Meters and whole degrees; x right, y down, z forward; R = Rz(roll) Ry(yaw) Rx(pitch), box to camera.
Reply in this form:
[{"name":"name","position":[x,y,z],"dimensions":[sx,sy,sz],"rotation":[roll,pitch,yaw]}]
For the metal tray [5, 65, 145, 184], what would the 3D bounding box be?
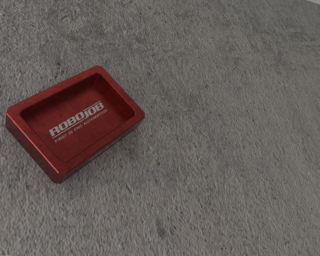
[{"name":"metal tray","position":[-0.092,-0.010,0.356],"dimensions":[0.090,0.030,0.131],"rotation":[48,51,5]}]
